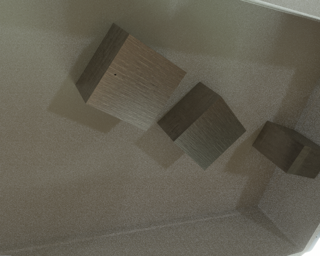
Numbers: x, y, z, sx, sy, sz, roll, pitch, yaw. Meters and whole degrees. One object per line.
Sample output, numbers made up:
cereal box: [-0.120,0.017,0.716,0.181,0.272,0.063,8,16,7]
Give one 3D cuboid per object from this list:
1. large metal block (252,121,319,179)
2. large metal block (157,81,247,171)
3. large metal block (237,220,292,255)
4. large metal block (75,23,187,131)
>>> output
large metal block: [0.217,0.036,0.513,0.081,0.080,0.050,14,111,-34]
large metal block: [0.058,-0.002,0.423,0.080,0.050,0.080,-44,129,2]
large metal block: [0.227,0.256,0.677,0.081,0.050,0.079,-3,120,-27]
large metal block: [-0.032,-0.054,0.341,0.080,0.050,0.080,26,104,-37]
